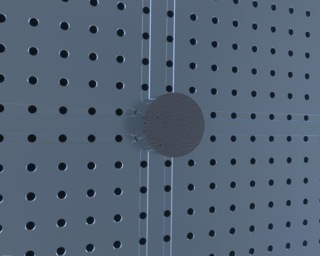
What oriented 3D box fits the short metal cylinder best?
[{"bbox_3d":[0.010,-0.004,0.403,0.081,0.050,0.080,0,90,-20],"label":"short metal cylinder"}]
